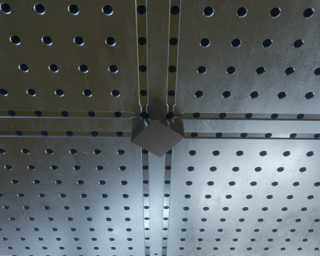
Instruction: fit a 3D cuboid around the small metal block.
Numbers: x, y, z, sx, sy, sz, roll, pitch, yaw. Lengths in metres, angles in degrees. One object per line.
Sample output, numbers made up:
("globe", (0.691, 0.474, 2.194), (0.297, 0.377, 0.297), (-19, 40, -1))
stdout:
("small metal block", (-0.003, 0.007, 0.417), (0.050, 0.025, 0.050), (31, 124, -24))
